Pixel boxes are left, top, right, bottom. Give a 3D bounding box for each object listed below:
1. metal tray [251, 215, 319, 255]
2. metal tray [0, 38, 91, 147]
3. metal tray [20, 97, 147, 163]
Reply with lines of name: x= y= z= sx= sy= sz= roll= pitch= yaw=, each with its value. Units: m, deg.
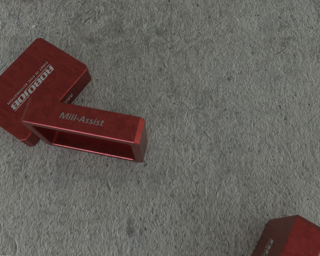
metal tray: x=0.112 y=0.156 z=0.317 sx=0.030 sy=0.090 sz=0.130 roll=30 pitch=73 yaw=10
metal tray: x=-0.170 y=-0.051 z=0.423 sx=0.090 sy=0.030 sz=0.130 roll=32 pitch=73 yaw=11
metal tray: x=-0.083 y=0.006 z=0.370 sx=0.131 sy=0.090 sz=0.030 roll=11 pitch=71 yaw=4
